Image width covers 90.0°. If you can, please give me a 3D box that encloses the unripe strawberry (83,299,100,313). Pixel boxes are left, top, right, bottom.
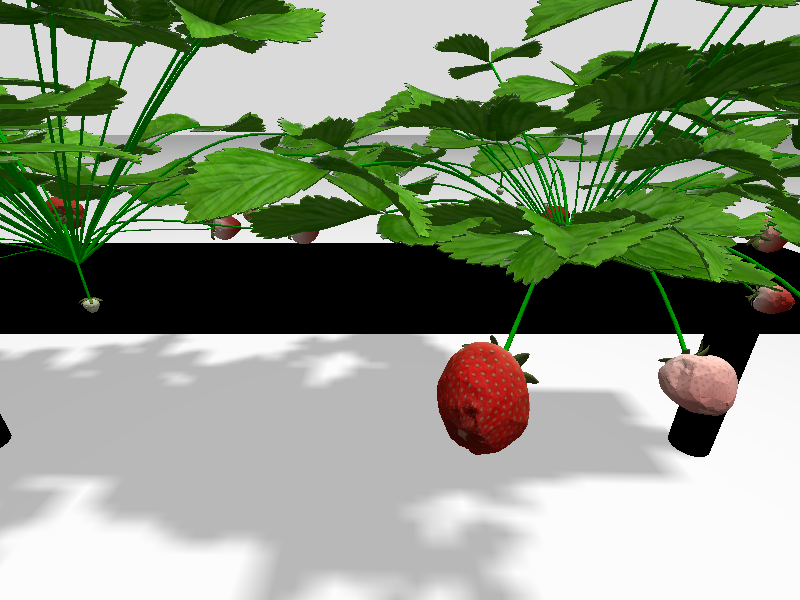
[{"bbox_3d":[-0.198,0.004,0.257,0.009,0.010,0.010,-19,30,-36],"label":"unripe strawberry"}]

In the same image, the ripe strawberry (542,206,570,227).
[{"bbox_3d":[0.186,-0.100,0.480,0.032,0.027,0.032,6,24,12],"label":"ripe strawberry"}]

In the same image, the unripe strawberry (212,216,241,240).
[{"bbox_3d":[-0.189,-0.080,0.437,0.029,0.029,0.032,-17,29,-34],"label":"unripe strawberry"}]

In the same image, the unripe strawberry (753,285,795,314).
[{"bbox_3d":[0.250,0.000,0.267,0.018,0.021,0.020,-20,38,-38],"label":"unripe strawberry"}]

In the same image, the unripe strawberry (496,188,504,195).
[{"bbox_3d":[0.148,-0.160,0.591,0.011,0.011,0.010,-1,24,-1],"label":"unripe strawberry"}]

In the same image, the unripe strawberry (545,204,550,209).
[{"bbox_3d":[0.194,-0.122,0.526,0.009,0.010,0.010,5,25,11],"label":"unripe strawberry"}]

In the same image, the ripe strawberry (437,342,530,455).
[{"bbox_3d":[0.031,0.039,0.155,0.037,0.042,0.040,13,28,26],"label":"ripe strawberry"}]

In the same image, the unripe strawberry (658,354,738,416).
[{"bbox_3d":[0.132,0.038,0.177,0.029,0.026,0.026,3,45,6],"label":"unripe strawberry"}]

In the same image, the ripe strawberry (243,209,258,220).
[{"bbox_3d":[-0.189,-0.111,0.516,0.023,0.019,0.023,15,2,29],"label":"ripe strawberry"}]

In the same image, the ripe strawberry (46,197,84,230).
[{"bbox_3d":[-0.405,-0.105,0.483,0.039,0.041,0.042,-19,30,-35],"label":"ripe strawberry"}]

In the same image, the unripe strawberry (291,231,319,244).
[{"bbox_3d":[-0.101,-0.075,0.428,0.030,0.030,0.028,-8,25,-19],"label":"unripe strawberry"}]

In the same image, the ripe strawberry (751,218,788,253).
[{"bbox_3d":[0.373,-0.065,0.400,0.035,0.034,0.032,-4,24,-10],"label":"ripe strawberry"}]
